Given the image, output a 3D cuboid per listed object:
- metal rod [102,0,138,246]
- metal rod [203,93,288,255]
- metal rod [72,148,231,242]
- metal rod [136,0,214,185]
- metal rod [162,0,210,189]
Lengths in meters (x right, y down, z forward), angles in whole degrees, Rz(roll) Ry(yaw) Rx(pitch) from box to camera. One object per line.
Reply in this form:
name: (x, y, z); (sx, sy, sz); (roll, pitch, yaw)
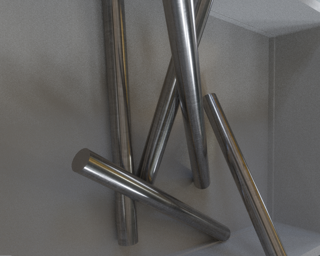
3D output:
metal rod: (-0.047, -0.011, 0.368); (0.025, 0.025, 0.298); (-6, 94, -40)
metal rod: (0.120, 0.085, 0.421); (0.025, 0.025, 0.299); (-1, 62, -40)
metal rod: (0.013, 0.100, 0.395); (0.301, 0.025, 0.025); (38, 67, -42)
metal rod: (0.019, -0.059, 0.345); (0.025, 0.025, 0.298); (0, 115, -40)
metal rod: (0.038, -0.016, 0.355); (0.025, 0.025, 0.299); (-51, 147, -28)
